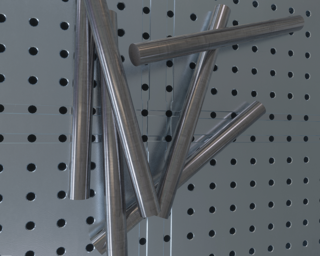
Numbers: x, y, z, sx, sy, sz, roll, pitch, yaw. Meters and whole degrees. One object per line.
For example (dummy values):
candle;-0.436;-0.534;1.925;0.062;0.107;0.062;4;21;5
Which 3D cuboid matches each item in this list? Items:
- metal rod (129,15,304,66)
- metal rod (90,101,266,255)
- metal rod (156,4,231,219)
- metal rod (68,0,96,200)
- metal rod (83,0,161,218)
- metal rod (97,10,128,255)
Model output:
metal rod;0.095;-0.124;0.417;0.302;0.025;0.025;-19;97;-30
metal rod;0.035;0.058;0.425;0.301;0.025;0.025;-38;102;-16
metal rod;0.044;-0.031;0.413;0.025;0.025;0.299;22;77;-19
metal rod;-0.093;-0.065;0.377;0.025;0.025;0.298;2;89;-20
metal rod;-0.048;-0.045;0.357;0.025;0.025;0.299;-15;92;-19
metal rod;-0.058;0.006;0.376;0.025;0.025;0.299;-2;85;-20
